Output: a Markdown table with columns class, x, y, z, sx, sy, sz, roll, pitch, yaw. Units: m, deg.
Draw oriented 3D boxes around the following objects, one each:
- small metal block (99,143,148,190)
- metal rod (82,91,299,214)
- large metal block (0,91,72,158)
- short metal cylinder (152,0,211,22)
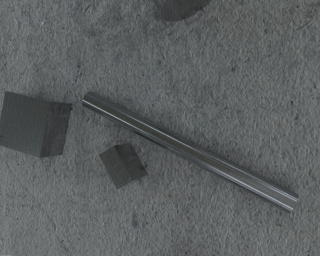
| class | x | y | z | sx | sy | sz | roll | pitch | yaw |
| --- | --- | --- | --- | --- | --- | --- | --- | --- | --- |
| small metal block | -0.047 | 0.050 | 0.412 | 0.025 | 0.050 | 0.050 | -32 | 80 | 17 |
| metal rod | 0.025 | 0.023 | 0.400 | 0.301 | 0.025 | 0.025 | 27 | 99 | 17 |
| large metal block | -0.187 | -0.006 | 0.462 | 0.080 | 0.050 | 0.080 | 14 | 95 | 19 |
| short metal cylinder | 0.025 | -0.174 | 0.371 | 0.080 | 0.080 | 0.050 | -31 | 80 | 17 |
